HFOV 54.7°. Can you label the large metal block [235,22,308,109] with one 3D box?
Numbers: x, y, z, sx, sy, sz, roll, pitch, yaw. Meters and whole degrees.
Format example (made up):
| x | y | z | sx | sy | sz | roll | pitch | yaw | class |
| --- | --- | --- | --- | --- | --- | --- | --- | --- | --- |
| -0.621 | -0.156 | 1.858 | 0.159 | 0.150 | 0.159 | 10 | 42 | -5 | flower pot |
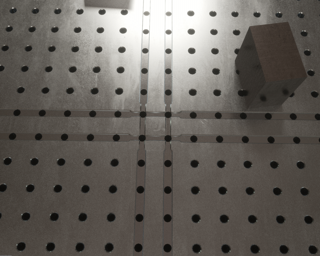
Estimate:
| x | y | z | sx | sy | sz | roll | pitch | yaw | class |
| --- | --- | --- | --- | --- | --- | --- | --- | --- | --- |
| 0.143 | -0.081 | 0.414 | 0.050 | 0.080 | 0.080 | -8 | 70 | -3 | large metal block |
